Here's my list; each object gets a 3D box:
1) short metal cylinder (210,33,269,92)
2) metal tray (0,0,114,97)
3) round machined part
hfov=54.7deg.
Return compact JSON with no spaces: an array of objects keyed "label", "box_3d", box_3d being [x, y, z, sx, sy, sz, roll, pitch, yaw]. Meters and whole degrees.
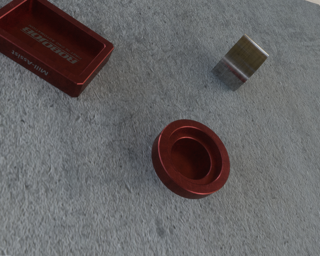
[{"label":"short metal cylinder","box_3d":[0.128,-0.105,0.501,0.050,0.080,0.080,42,51,0]},{"label":"metal tray","box_3d":[-0.136,-0.108,0.392,0.130,0.030,0.090,33,51,-7]},{"label":"round machined part","box_3d":[0.034,0.041,0.386,0.099,0.042,0.098,14,56,-21]}]
